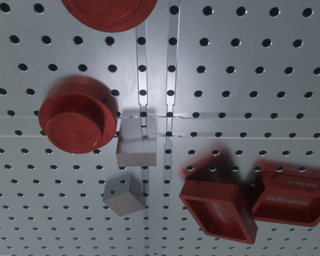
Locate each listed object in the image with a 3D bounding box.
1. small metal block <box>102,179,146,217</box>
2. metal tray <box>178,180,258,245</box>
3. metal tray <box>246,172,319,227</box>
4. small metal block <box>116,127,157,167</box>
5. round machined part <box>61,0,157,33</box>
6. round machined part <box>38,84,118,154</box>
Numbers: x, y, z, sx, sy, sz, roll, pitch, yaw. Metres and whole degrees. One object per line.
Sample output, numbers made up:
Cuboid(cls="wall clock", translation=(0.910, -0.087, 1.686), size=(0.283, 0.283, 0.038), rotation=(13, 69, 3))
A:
Cuboid(cls="small metal block", translation=(-0.058, 0.116, 0.510), size=(0.050, 0.025, 0.050), rotation=(-23, 127, 18))
Cuboid(cls="metal tray", translation=(0.097, 0.137, 0.501), size=(0.090, 0.030, 0.130), rotation=(-1, 136, 35))
Cuboid(cls="metal tray", translation=(0.215, 0.121, 0.512), size=(0.131, 0.030, 0.089), rotation=(9, 130, -8))
Cuboid(cls="small metal block", translation=(-0.030, 0.025, 0.416), size=(0.050, 0.050, 0.025), rotation=(-1, 130, 1))
Cuboid(cls="round machined part", translation=(-0.049, -0.134, 0.286), size=(0.099, 0.042, 0.097), rotation=(0, 130, 0))
Cuboid(cls="round machined part", translation=(-0.105, -0.005, 0.395), size=(0.099, 0.042, 0.097), rotation=(0, 130, 0))
